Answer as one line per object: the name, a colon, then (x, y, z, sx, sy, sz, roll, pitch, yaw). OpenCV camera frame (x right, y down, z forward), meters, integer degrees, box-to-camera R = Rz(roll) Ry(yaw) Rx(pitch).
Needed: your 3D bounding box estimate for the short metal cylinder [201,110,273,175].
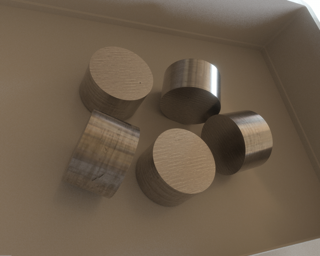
short metal cylinder: (0.100, 0.018, 0.413, 0.050, 0.080, 0.080, -9, 67, -33)

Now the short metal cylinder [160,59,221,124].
short metal cylinder: (0.043, -0.048, 0.424, 0.080, 0.080, 0.050, 20, 54, -17)

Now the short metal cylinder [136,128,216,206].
short metal cylinder: (0.018, 0.047, 0.370, 0.081, 0.050, 0.080, 14, 56, -21)

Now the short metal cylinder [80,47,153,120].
short metal cylinder: (-0.056, -0.055, 0.392, 0.081, 0.050, 0.080, 14, 56, -21)

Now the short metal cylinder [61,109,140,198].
short metal cylinder: (-0.061, 0.026, 0.320, 0.050, 0.080, 0.080, 24, 53, -14)
